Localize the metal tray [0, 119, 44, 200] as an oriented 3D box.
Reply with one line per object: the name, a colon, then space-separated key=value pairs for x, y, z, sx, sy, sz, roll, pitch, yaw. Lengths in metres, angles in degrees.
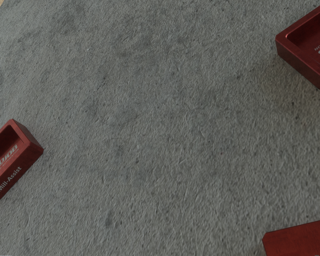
metal tray: x=-0.259 y=0.058 z=0.501 sx=0.130 sy=0.030 sz=0.090 roll=-49 pitch=52 yaw=-7

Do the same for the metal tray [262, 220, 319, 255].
metal tray: x=0.144 y=0.140 z=0.239 sx=0.090 sy=0.030 sz=0.130 roll=-20 pitch=54 yaw=16

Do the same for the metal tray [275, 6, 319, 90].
metal tray: x=0.214 y=-0.110 z=0.355 sx=0.130 sy=0.030 sz=0.090 roll=-34 pitch=51 yaw=5
